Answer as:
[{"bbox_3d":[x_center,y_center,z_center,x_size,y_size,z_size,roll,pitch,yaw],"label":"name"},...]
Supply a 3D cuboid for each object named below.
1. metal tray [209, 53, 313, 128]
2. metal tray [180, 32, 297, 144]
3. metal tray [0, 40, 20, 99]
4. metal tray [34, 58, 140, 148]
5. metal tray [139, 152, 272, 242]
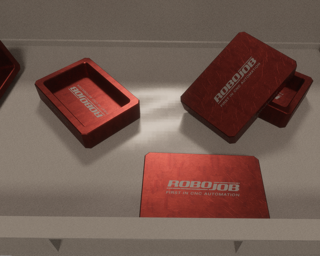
[{"bbox_3d":[0.143,-0.064,0.457,0.130,0.030,0.090,30,56,22],"label":"metal tray"},{"bbox_3d":[0.103,-0.055,0.412,0.090,0.030,0.130,40,85,23],"label":"metal tray"},{"bbox_3d":[-0.253,-0.074,0.418,0.030,0.090,0.130,-6,48,18],"label":"metal tray"},{"bbox_3d":[-0.101,-0.040,0.434,0.091,0.030,0.130,-34,58,-26],"label":"metal tray"},{"bbox_3d":[0.046,0.074,0.341,0.131,0.030,0.090,2,50,1],"label":"metal tray"}]
